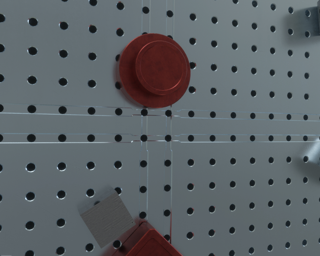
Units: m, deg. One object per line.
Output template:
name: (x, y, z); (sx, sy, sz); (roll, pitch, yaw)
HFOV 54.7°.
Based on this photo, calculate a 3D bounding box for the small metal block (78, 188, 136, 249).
small metal block: (-0.066, 0.112, 0.388); (0.050, 0.025, 0.050); (-31, 101, -17)

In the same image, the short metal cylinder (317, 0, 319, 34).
short metal cylinder: (0.296, -0.183, 0.492); (0.081, 0.080, 0.050); (-7, 93, -20)

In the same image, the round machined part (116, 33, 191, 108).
round machined part: (-0.004, -0.075, 0.402); (0.099, 0.042, 0.097); (0, 90, -20)

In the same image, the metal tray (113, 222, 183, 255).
metal tray: (-0.003, 0.201, 0.409); (0.090, 0.030, 0.130); (-46, 104, -14)
